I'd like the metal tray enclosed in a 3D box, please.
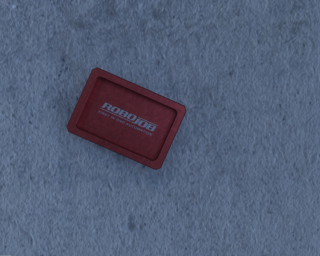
[{"bbox_3d":[-0.042,-0.012,0.406,0.131,0.030,0.090,24,90,-1],"label":"metal tray"}]
